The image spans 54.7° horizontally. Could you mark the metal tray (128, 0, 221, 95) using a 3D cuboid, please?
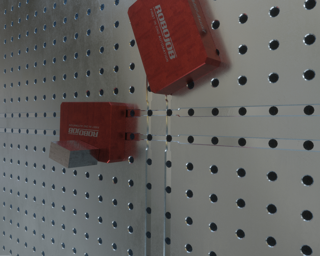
[{"bbox_3d":[0.013,-0.118,0.395,0.090,0.030,0.129,-27,73,37],"label":"metal tray"}]

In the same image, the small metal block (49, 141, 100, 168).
[{"bbox_3d":[-0.127,0.037,0.458,0.050,0.050,0.025,18,102,38],"label":"small metal block"}]

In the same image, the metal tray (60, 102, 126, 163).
[{"bbox_3d":[-0.112,0.003,0.499,0.130,0.030,0.089,4,92,40],"label":"metal tray"}]
